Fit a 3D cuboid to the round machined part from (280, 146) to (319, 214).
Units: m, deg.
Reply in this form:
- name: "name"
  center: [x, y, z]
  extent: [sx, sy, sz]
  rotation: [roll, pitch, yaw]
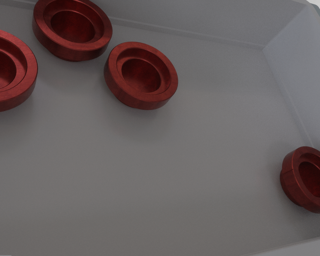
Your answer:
- name: "round machined part"
  center: [0.221, 0.080, 0.465]
  extent: [0.099, 0.042, 0.098]
  rotation: [14, 56, -21]

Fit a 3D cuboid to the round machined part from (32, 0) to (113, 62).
- name: "round machined part"
  center: [-0.116, -0.127, 0.409]
  extent: [0.099, 0.042, 0.098]
  rotation: [14, 56, -21]

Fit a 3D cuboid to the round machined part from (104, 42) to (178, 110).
- name: "round machined part"
  center: [-0.028, -0.065, 0.419]
  extent: [0.099, 0.042, 0.098]
  rotation: [14, 56, -21]

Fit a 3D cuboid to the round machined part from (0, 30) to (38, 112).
- name: "round machined part"
  center: [-0.185, -0.057, 0.330]
  extent: [0.099, 0.042, 0.098]
  rotation: [14, 56, -21]
